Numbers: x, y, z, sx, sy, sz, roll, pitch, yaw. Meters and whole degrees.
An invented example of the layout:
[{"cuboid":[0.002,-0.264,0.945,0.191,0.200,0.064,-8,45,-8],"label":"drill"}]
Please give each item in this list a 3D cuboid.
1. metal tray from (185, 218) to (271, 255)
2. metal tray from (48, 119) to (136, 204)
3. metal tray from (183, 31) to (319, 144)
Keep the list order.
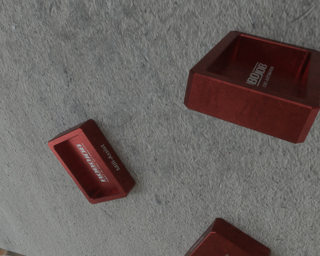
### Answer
[{"cuboid":[0.096,0.206,0.480,0.090,0.030,0.129,32,129,7],"label":"metal tray"},{"cuboid":[-0.110,0.058,0.496,0.090,0.030,0.130,-21,108,36],"label":"metal tray"},{"cuboid":[0.086,-0.045,0.266,0.090,0.131,0.030,20,126,16],"label":"metal tray"}]
